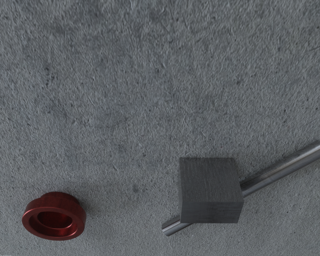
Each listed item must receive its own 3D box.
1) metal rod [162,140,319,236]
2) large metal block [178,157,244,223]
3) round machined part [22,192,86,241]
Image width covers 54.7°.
[{"bbox_3d":[0.120,0.106,0.499,0.299,0.025,0.025,-36,122,26],"label":"metal rod"},{"bbox_3d":[0.069,0.089,0.448,0.081,0.080,0.050,0,130,-1],"label":"large metal block"},{"bbox_3d":[-0.172,0.143,0.516,0.099,0.042,0.097,-1,130,0],"label":"round machined part"}]
